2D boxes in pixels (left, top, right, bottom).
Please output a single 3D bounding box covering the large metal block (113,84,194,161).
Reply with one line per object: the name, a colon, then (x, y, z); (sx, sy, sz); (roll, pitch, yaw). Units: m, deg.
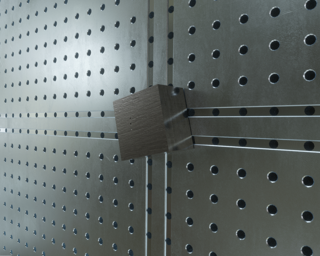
large metal block: (-0.010, -0.005, 0.401); (0.080, 0.050, 0.080); (-15, 81, 39)
